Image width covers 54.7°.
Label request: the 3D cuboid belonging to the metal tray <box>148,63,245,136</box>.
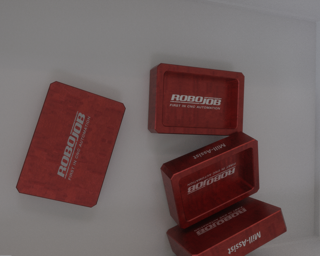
[{"bbox_3d":[0.051,-0.036,0.426,0.131,0.030,0.089,2,89,-20],"label":"metal tray"}]

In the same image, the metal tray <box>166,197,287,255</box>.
[{"bbox_3d":[0.085,0.135,0.407,0.131,0.090,0.030,-20,97,-19],"label":"metal tray"}]

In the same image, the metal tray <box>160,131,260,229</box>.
[{"bbox_3d":[0.072,0.068,0.416,0.131,0.030,0.089,-21,119,-18],"label":"metal tray"}]

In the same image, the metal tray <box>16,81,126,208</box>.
[{"bbox_3d":[-0.104,0.020,0.370,0.091,0.030,0.129,18,84,-19],"label":"metal tray"}]
